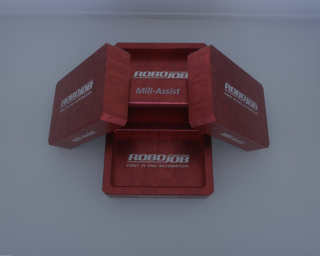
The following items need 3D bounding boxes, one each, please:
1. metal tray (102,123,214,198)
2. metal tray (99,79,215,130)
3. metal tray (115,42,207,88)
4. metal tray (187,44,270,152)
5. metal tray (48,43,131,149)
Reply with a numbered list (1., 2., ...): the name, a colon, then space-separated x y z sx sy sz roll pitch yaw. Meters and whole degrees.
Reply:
1. metal tray: -0.002 0.041 0.388 0.131 0.030 0.090 1 70 -1
2. metal tray: -0.003 -0.026 0.383 0.131 0.090 0.030 1 70 -1
3. metal tray: 0.002 -0.073 0.431 0.131 0.030 0.090 0 70 -1
4. metal tray: 0.085 -0.030 0.370 0.030 0.131 0.090 -17 64 40
5. metal tray: -0.087 -0.032 0.370 0.030 0.130 0.090 18 64 -39
